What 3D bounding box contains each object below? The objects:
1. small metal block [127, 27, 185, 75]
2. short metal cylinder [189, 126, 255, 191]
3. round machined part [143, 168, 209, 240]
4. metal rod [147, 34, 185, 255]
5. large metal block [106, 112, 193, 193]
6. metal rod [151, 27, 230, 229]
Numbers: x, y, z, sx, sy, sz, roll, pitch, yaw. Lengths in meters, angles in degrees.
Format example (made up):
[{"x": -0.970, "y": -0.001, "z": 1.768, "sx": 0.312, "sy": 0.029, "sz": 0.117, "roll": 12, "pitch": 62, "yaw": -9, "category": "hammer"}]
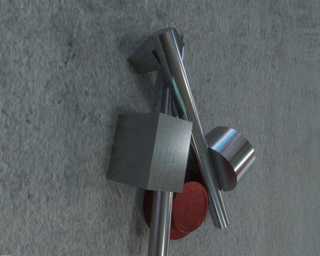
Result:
[{"x": -0.005, "y": -0.095, "z": 0.387, "sx": 0.050, "sy": 0.050, "sz": 0.025, "roll": -52, "pitch": 121, "yaw": -27, "category": "small metal block"}, {"x": 0.089, "y": 0.044, "z": 0.448, "sx": 0.050, "sy": 0.080, "sz": 0.080, "roll": -40, "pitch": 115, "yaw": -33, "category": "short metal cylinder"}, {"x": 0.028, "y": 0.103, "z": 0.422, "sx": 0.099, "sy": 0.042, "sz": 0.097, "roll": 0, "pitch": 90, "yaw": -40, "category": "round machined part"}, {"x": 0.009, "y": 0.021, "z": 0.396, "sx": 0.025, "sy": 0.025, "sz": 0.299, "roll": 15, "pitch": 74, "yaw": -39, "category": "metal rod"}, {"x": -0.014, "y": 0.028, "z": 0.361, "sx": 0.050, "sy": 0.080, "sz": 0.080, "roll": 15, "pitch": 80, "yaw": -39, "category": "large metal block"}, {"x": 0.048, "y": 0.020, "z": 0.404, "sx": 0.025, "sy": 0.025, "sz": 0.298, "roll": -40, "pitch": 123, "yaw": -33, "category": "metal rod"}]
